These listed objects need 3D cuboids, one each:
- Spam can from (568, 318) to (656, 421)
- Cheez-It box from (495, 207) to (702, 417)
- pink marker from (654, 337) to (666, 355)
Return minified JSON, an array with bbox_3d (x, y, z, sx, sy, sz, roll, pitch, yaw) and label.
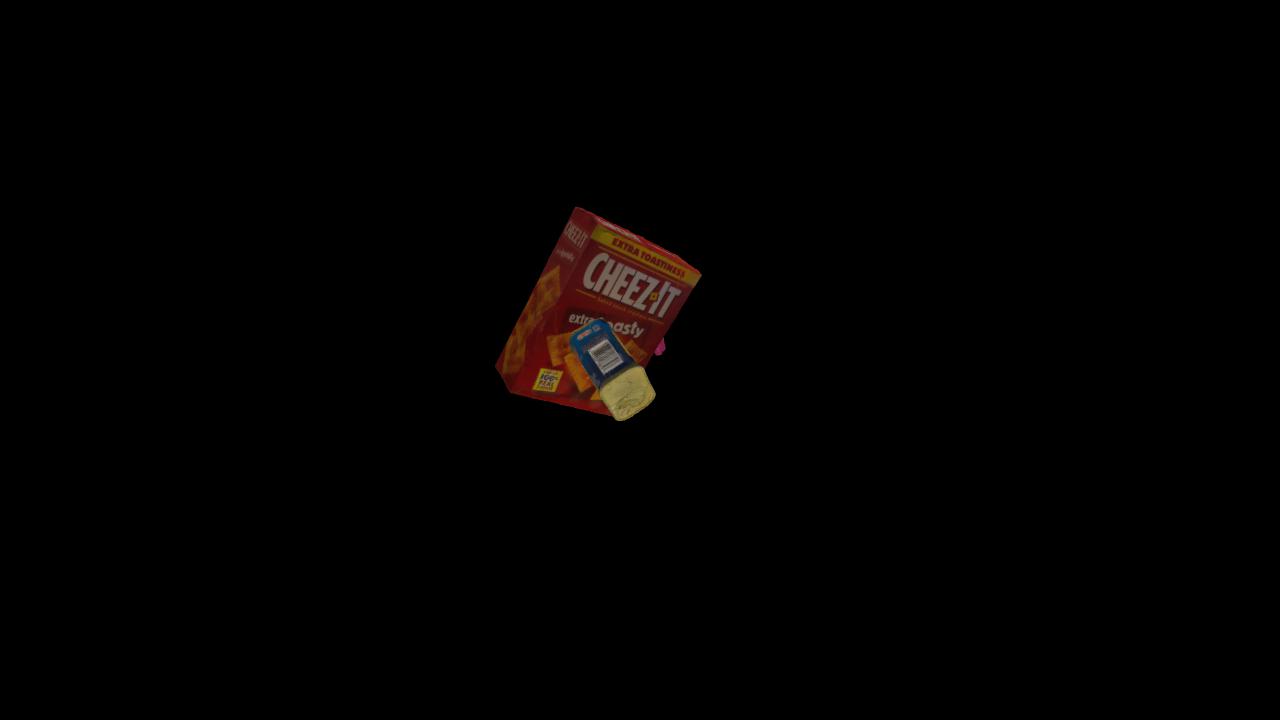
[{"bbox_3d":[-0.033,0.011,0.718,0.058,0.085,0.101,-33,-30,-5],"label":"Spam can"},{"bbox_3d":[-0.051,-0.049,0.747,0.166,0.223,0.071,18,19,-40],"label":"Cheez-It box"},{"bbox_3d":[0.017,-0.064,0.766,0.020,0.121,0.020,-7,18,2],"label":"pink marker"}]
